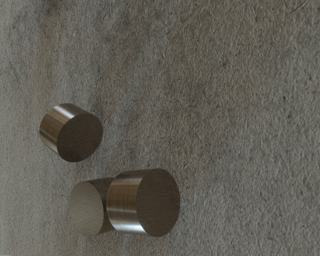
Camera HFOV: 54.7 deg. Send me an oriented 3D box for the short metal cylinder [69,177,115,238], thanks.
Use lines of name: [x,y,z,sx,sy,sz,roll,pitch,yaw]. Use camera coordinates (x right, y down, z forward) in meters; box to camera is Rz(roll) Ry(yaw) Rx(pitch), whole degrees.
short metal cylinder: [-0.091,0.116,0.464,0.080,0.050,0.080,0,90,40]

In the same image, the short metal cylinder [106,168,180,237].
short metal cylinder: [-0.019,0.092,0.385,0.050,0.081,0.080,-11,83,40]

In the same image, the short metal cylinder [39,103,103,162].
short metal cylinder: [-0.137,0.007,0.483,0.050,0.081,0.079,26,106,37]
